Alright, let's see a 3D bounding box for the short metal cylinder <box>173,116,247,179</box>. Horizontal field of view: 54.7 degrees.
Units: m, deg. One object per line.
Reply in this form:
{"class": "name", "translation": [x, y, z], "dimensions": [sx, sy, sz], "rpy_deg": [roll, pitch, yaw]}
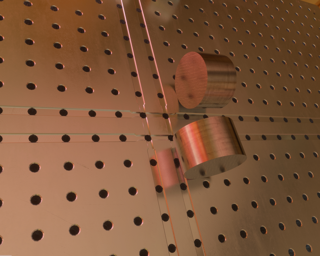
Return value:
{"class": "short metal cylinder", "translation": [0.061, 0.027, 0.389], "dimensions": [0.081, 0.080, 0.050], "rpy_deg": [-1, 63, -29]}

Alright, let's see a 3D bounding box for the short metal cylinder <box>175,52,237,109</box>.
{"class": "short metal cylinder", "translation": [0.064, -0.068, 0.448], "dimensions": [0.050, 0.080, 0.080], "rpy_deg": [-2, 63, -29]}
